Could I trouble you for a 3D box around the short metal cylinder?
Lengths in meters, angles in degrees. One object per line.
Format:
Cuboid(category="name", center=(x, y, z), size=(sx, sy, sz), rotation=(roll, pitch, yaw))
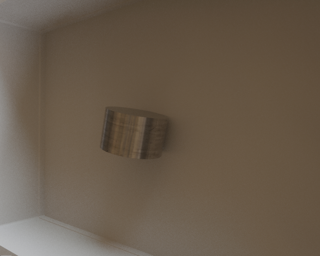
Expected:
Cuboid(category="short metal cylinder", center=(-0.033, 0.004, 0.396), size=(0.080, 0.081, 0.050), rotation=(17, 101, 38))
